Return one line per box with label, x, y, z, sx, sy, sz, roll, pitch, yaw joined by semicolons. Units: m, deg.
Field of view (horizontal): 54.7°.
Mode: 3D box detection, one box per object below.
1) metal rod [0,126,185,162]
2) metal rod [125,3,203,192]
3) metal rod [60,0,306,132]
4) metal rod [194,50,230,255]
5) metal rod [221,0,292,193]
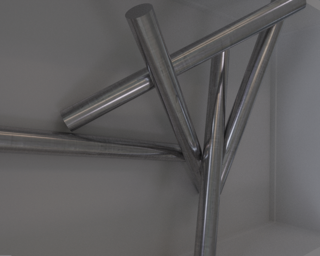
metal rod;-0.068;0.021;0.349;0.302;0.025;0.025;8;85;-40
metal rod;0.027;-0.001;0.367;0.025;0.025;0.299;-53;140;-27
metal rod;0.032;-0.079;0.346;0.301;0.025;0.025;-29;111;-7
metal rod;0.067;0.031;0.393;0.025;0.025;0.299;23;66;-38
metal rod;0.118;-0.056;0.401;0.025;0.025;0.298;13;99;-40
